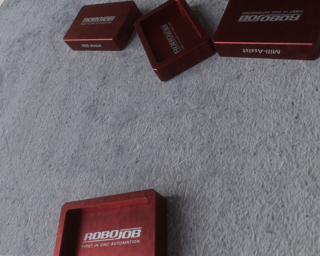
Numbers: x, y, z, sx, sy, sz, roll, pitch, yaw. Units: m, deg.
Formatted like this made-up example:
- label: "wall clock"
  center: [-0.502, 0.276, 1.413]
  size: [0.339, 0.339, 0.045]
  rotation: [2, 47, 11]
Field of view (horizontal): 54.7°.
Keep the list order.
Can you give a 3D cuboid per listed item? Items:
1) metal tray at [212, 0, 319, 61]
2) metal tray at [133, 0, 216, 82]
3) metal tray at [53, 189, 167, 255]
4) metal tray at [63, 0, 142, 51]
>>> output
- label: "metal tray"
  center: [0.146, -0.136, 0.408]
  size: [0.130, 0.030, 0.090]
  rotation: [11, 67, 32]
- label: "metal tray"
  center: [0.018, -0.141, 0.477]
  size: [0.090, 0.030, 0.130]
  rotation: [-28, 52, 10]
- label: "metal tray"
  center: [-0.057, 0.125, 0.353]
  size: [0.130, 0.030, 0.090]
  rotation: [-13, 56, 20]
- label: "metal tray"
  center: [-0.107, -0.187, 0.572]
  size: [0.130, 0.030, 0.090]
  rotation: [9, 66, 32]
